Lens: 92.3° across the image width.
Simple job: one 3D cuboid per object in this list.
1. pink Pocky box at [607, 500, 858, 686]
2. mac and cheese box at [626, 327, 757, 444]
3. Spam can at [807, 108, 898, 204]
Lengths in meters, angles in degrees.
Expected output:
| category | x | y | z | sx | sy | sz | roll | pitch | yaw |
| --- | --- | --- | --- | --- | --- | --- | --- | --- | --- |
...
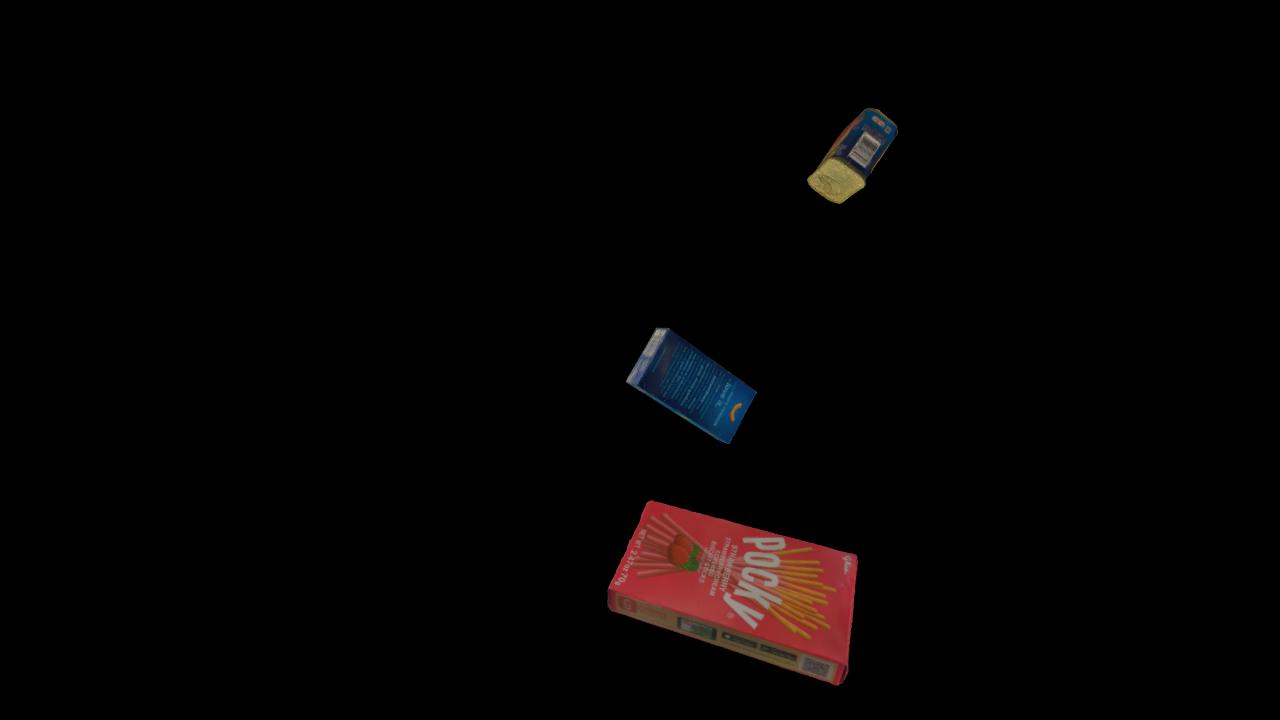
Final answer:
| category | x | y | z | sx | sy | sz | roll | pitch | yaw |
| --- | --- | --- | --- | --- | --- | --- | --- | --- | --- |
| pink Pocky box | 0.064 | 0.151 | 0.417 | 0.155 | 0.029 | 0.084 | 12 | 37 | 17 |
| mac and cheese box | 0.077 | 0.038 | 0.880 | 0.184 | 0.093 | 0.041 | 34 | -11 | -27 |
| Spam can | 0.274 | -0.262 | 0.794 | 0.058 | 0.085 | 0.101 | 36 | -4 | -3 |
